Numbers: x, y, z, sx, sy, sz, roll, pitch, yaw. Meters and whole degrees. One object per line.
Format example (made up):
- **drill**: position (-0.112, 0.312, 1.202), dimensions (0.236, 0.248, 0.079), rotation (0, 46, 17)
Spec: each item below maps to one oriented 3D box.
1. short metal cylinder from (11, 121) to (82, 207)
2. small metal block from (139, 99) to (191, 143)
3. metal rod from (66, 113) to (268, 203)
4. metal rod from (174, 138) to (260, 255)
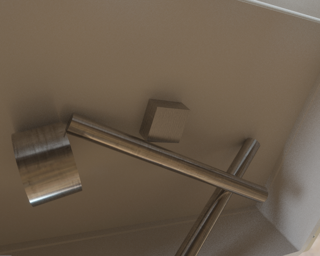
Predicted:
- **short metal cylinder**: position (-0.120, 0.037, 0.332), dimensions (0.050, 0.080, 0.079), rotation (-16, 125, -19)
- **small metal block**: position (0.006, -0.009, 0.408), dimensions (0.050, 0.025, 0.050), rotation (4, 117, -31)
- **metal rod**: position (0.026, 0.047, 0.409), dimensions (0.302, 0.025, 0.025), rotation (23, 106, -23)
- **metal rod**: position (0.070, 0.129, 0.446), dimensions (0.301, 0.025, 0.025), rotation (-51, 134, -27)
